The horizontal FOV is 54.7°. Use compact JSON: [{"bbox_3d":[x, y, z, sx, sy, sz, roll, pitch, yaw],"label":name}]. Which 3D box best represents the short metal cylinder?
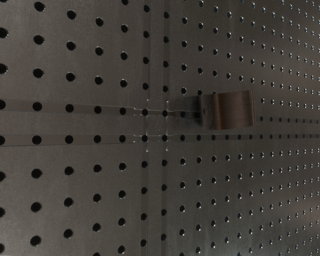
[{"bbox_3d":[0.099,-0.028,0.459,0.081,0.080,0.050,-11,97,-40],"label":"short metal cylinder"}]
